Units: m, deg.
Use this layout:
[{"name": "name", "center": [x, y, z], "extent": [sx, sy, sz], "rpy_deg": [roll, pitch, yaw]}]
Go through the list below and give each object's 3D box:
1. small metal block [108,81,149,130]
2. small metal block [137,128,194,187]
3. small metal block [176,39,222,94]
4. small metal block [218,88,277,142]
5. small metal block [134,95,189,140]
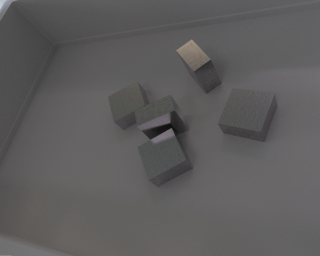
[{"name": "small metal block", "center": [-0.043, -0.033, 0.449], "extent": [0.050, 0.025, 0.050], "rpy_deg": [-28, 52, 11]}, {"name": "small metal block", "center": [0.006, 0.036, 0.381], "extent": [0.050, 0.025, 0.050], "rpy_deg": [-30, 52, 9]}, {"name": "small metal block", "center": [0.052, -0.081, 0.412], "extent": [0.025, 0.050, 0.050], "rpy_deg": [-35, 51, 5]}, {"name": "small metal block", "center": [0.103, -0.016, 0.362], "extent": [0.050, 0.025, 0.050], "rpy_deg": [13, 68, 33]}, {"name": "small metal block", "center": [0.003, -0.010, 0.394], "extent": [0.050, 0.050, 0.025], "rpy_deg": [-23, 54, 14]}]
